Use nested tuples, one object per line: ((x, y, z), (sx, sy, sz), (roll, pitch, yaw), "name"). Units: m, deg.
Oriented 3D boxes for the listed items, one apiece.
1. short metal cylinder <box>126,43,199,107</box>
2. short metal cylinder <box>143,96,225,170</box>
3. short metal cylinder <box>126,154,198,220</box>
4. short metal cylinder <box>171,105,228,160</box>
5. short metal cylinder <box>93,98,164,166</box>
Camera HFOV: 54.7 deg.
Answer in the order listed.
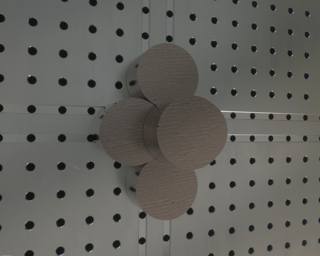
((0.002, -0.064, 0.400), (0.081, 0.050, 0.079), (0, 90, -21), "short metal cylinder")
((0.026, 0.005, 0.355), (0.081, 0.050, 0.079), (0, 90, -20), "short metal cylinder")
((0.001, 0.072, 0.399), (0.081, 0.050, 0.080), (1, 88, -20), "short metal cylinder")
((0.042, 0.005, 0.414), (0.081, 0.050, 0.079), (0, 90, -20), "short metal cylinder")
((-0.039, 0.004, 0.385), (0.081, 0.050, 0.079), (0, 90, -20), "short metal cylinder")
